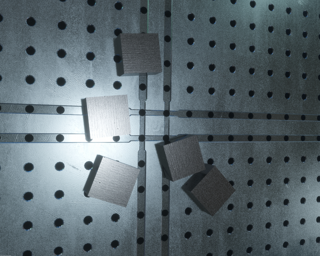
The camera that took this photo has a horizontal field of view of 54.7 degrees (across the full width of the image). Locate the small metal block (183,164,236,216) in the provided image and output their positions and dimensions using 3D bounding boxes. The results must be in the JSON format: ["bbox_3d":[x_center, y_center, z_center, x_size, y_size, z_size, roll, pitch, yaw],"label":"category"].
[{"bbox_3d":[0.070,0.087,0.440,0.050,0.025,0.050,-44,104,-15],"label":"small metal block"}]

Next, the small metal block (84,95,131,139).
[{"bbox_3d":[-0.066,-0.014,0.389,0.050,0.025,0.050,-7,92,-20],"label":"small metal block"}]

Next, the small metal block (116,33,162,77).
[{"bbox_3d":[-0.028,-0.095,0.403,0.050,0.025,0.050,-7,92,-20],"label":"small metal block"}]

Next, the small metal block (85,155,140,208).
[{"bbox_3d":[-0.060,0.067,0.391,0.050,0.025,0.050,23,82,-19],"label":"small metal block"}]

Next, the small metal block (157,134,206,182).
[{"bbox_3d":[0.029,0.040,0.425,0.050,0.025,0.050,-17,96,-20],"label":"small metal block"}]
